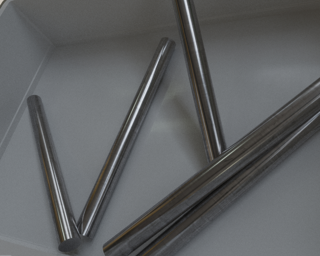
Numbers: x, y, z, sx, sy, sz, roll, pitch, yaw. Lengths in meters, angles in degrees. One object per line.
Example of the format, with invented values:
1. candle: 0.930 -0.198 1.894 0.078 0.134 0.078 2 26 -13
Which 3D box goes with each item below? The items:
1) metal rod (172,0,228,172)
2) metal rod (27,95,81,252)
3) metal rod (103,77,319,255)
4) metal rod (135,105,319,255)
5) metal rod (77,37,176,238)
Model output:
1. metal rod: 0.039 -0.095 0.363 0.025 0.025 0.298 -14 81 20
2. metal rod: -0.161 0.041 0.446 0.025 0.025 0.300 -38 46 3
3. metal rod: 0.064 0.041 0.317 0.300 0.025 0.025 -39 51 5
4. metal rod: 0.096 0.045 0.326 0.300 0.025 0.025 -41 51 0
5. metal rod: -0.040 -0.001 0.425 0.025 0.025 0.300 9 66 31
